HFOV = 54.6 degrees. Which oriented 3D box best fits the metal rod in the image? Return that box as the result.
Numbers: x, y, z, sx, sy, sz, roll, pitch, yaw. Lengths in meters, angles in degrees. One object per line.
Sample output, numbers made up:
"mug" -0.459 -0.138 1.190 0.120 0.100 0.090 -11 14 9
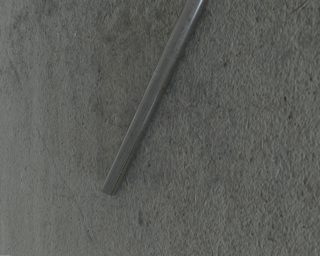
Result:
"metal rod" -0.015 -0.032 0.417 0.025 0.025 0.298 40 114 33
